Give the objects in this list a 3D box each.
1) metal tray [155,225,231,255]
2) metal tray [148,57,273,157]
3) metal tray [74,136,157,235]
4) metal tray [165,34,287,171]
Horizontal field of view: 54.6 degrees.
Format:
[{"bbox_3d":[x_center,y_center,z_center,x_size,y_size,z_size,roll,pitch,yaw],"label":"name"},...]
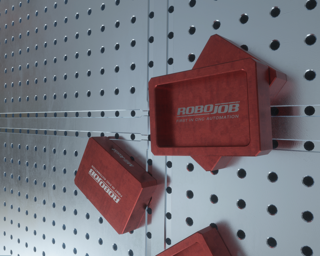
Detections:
[{"bbox_3d":[0.056,0.193,0.360,0.090,0.030,0.130,-43,64,32],"label":"metal tray"},{"bbox_3d":[0.047,-0.016,0.327,0.130,0.030,0.090,-4,88,40],"label":"metal tray"},{"bbox_3d":[-0.072,0.082,0.467,0.130,0.030,0.089,36,112,34],"label":"metal tray"},{"bbox_3d":[0.066,-0.027,0.353,0.090,0.030,0.129,44,116,31],"label":"metal tray"}]
